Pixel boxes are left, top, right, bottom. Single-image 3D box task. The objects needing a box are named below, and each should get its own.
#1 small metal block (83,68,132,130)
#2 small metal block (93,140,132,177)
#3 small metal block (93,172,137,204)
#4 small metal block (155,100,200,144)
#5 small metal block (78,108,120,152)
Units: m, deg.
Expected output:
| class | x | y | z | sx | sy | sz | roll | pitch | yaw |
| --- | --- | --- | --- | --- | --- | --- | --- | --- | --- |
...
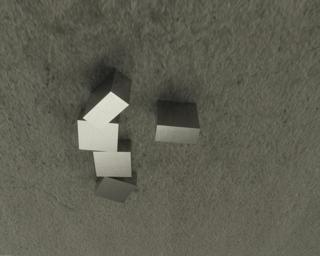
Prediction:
| class | x | y | z | sx | sy | sz | roll | pitch | yaw |
| --- | --- | --- | --- | --- | --- | --- | --- | --- | --- |
| small metal block | -0.060 | -0.034 | 0.361 | 0.025 | 0.050 | 0.050 | 37 | 121 | -27 |
| small metal block | -0.066 | 0.044 | 0.443 | 0.050 | 0.025 | 0.050 | 1 | 129 | -2 |
| small metal block | -0.069 | 0.087 | 0.481 | 0.050 | 0.025 | 0.050 | 21 | 128 | -18 |
| small metal block | 0.020 | -0.008 | 0.384 | 0.050 | 0.050 | 0.025 | 5 | 130 | -5 |
| small metal block | -0.080 | 0.004 | 0.409 | 0.050 | 0.025 | 0.050 | 5 | 129 | -5 |
